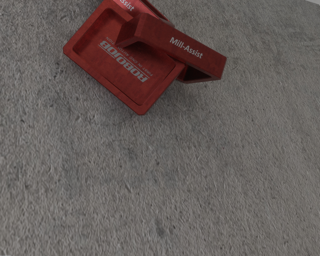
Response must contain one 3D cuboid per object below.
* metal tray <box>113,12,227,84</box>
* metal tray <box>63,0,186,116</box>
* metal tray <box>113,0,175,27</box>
[{"bbox_3d":[0.011,-0.099,0.411,0.131,0.090,0.030,20,84,-28],"label":"metal tray"},{"bbox_3d":[-0.044,-0.088,0.399,0.130,0.030,0.090,40,89,-2],"label":"metal tray"},{"bbox_3d":[-0.043,-0.188,0.464,0.130,0.030,0.090,43,20,2],"label":"metal tray"}]
